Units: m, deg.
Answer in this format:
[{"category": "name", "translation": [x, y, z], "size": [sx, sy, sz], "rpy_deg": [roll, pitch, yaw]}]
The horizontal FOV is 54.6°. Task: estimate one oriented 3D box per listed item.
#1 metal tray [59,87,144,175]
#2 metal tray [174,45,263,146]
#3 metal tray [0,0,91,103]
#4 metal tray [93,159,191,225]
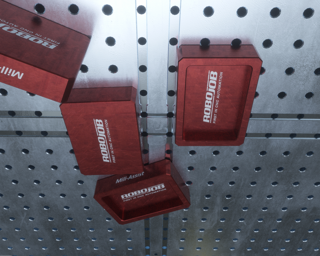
[{"category": "metal tray", "translation": [-0.071, 0.009, 0.415], "size": [0.090, 0.030, 0.129], "rpy_deg": [-2, 130, 1]}, {"category": "metal tray", "translation": [0.064, -0.034, 0.379], "size": [0.090, 0.030, 0.129], "rpy_deg": [0, 130, 0]}, {"category": "metal tray", "translation": [-0.141, -0.081, 0.298], "size": [0.131, 0.090, 0.030], "rpy_deg": [20, 127, -16]}, {"category": "metal tray", "translation": [-0.027, 0.106, 0.497], "size": [0.130, 0.030, 0.090], "rpy_deg": [-19, 128, 15]}]
